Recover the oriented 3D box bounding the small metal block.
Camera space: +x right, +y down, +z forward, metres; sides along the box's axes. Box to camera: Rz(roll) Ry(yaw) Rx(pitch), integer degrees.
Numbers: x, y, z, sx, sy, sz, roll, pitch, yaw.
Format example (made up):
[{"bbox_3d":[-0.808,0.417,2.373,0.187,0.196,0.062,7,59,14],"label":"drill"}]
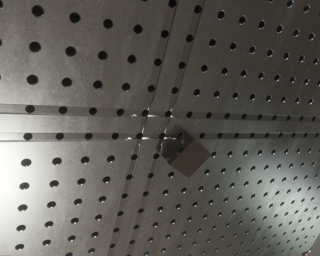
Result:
[{"bbox_3d":[0.041,0.040,0.460,0.050,0.025,0.050,-47,130,4],"label":"small metal block"}]
